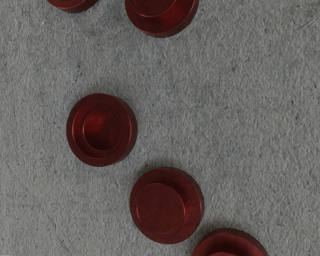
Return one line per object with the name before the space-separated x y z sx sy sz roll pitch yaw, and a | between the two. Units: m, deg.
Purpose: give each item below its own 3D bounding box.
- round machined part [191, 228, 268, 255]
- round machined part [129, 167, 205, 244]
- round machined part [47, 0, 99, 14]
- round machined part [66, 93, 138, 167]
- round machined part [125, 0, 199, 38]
round machined part | 0.083 0.175 0.371 0.098 0.042 0.097 0 90 20
round machined part | 0.005 0.101 0.398 0.098 0.042 0.097 0 90 20
round machined part | -0.117 -0.212 0.441 0.098 0.042 0.097 0 90 20
round machined part | -0.075 0.002 0.426 0.098 0.042 0.097 0 90 20
round machined part | -0.002 -0.171 0.400 0.098 0.042 0.097 0 90 20
